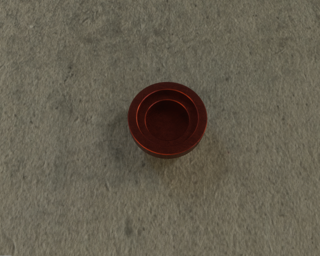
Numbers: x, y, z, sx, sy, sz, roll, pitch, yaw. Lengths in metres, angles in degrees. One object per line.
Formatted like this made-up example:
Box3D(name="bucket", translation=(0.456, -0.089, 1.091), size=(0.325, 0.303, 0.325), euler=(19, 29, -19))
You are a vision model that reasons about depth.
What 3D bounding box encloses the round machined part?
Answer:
Box3D(name="round machined part", translation=(0.009, -0.007, 0.402), size=(0.099, 0.042, 0.098), euler=(0, 70, -1))
